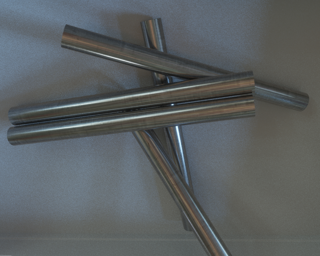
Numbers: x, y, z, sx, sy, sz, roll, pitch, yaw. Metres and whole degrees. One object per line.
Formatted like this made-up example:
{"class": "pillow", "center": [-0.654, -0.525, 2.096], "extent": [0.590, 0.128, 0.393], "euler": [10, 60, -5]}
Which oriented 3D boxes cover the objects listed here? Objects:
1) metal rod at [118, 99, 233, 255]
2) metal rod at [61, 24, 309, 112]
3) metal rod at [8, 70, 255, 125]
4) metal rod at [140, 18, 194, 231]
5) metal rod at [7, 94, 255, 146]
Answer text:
{"class": "metal rod", "center": [0.031, 0.088, 0.381], "extent": [0.025, 0.025, 0.299], "euler": [-34, 83, 11]}
{"class": "metal rod", "center": [0.041, -0.066, 0.365], "extent": [0.302, 0.025, 0.025], "euler": [13, 110, -14]}
{"class": "metal rod", "center": [-0.044, -0.033, 0.371], "extent": [0.301, 0.025, 0.025], "euler": [-7, 110, 13]}
{"class": "metal rod", "center": [0.018, 0.010, 0.414], "extent": [0.025, 0.025, 0.298], "euler": [-11, 110, 4]}
{"class": "metal rod", "center": [-0.043, -0.007, 0.371], "extent": [0.301, 0.025, 0.025], "euler": [-7, 110, 12]}
